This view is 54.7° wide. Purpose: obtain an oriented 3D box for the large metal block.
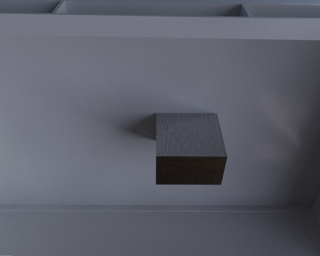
[{"bbox_3d":[0.035,0.025,0.395,0.081,0.080,0.050,0,130,-1],"label":"large metal block"}]
